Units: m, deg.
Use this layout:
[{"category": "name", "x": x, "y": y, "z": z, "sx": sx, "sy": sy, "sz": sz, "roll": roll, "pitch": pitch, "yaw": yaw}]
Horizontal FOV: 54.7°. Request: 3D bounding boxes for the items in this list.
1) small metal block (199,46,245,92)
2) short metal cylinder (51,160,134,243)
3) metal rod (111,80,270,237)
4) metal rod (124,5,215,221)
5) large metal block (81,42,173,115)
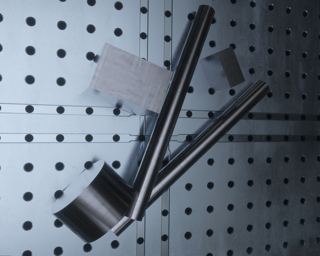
[{"category": "small metal block", "x": 0.086, "y": -0.081, "z": 0.432, "sx": 0.025, "sy": 0.050, "sz": 0.050, "roll": -26, "pitch": 99, "yaw": -18}, {"category": "short metal cylinder", "x": -0.076, "y": 0.083, "z": 0.356, "sx": 0.080, "sy": 0.080, "sz": 0.050, "roll": -45, "pitch": 105, "yaw": -14}, {"category": "metal rod", "x": 0.048, "y": 0.032, "z": 0.431, "sx": 0.301, "sy": 0.025, "sz": 0.025, "roll": -41, "pitch": 104, "yaw": -16}, {"category": "metal rod", "x": 0.016, "y": -0.029, "z": 0.405, "sx": 0.025, "sy": 0.025, "sz": 0.299, "roll": 24, "pitch": 77, "yaw": -19}, {"category": "large metal block", "x": -0.043, "y": -0.053, "z": 0.368, "sx": 0.080, "sy": 0.080, "sz": 0.050, "roll": 20, "pitch": 83, "yaw": -19}]
